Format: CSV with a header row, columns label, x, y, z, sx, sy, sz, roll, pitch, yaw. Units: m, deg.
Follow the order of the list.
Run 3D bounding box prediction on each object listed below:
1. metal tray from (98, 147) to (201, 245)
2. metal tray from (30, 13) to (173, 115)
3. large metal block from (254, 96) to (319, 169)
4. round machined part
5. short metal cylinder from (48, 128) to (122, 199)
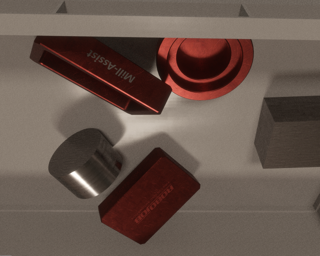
label,x,y,z,sx,sy,sz,roll,pitch,yaw
metal tray,-0.015,0.103,0.460,0.130,0.030,0.090,-46,120,3
metal tray,-0.063,-0.057,0.320,0.131,0.090,0.030,29,80,-23
large metal block,0.174,0.006,0.401,0.081,0.050,0.079,-2,130,1
round machined part,0.045,-0.081,0.330,0.099,0.042,0.097,-1,130,0
short metal cylinder,-0.098,0.046,0.411,0.080,0.080,0.050,-22,127,17
